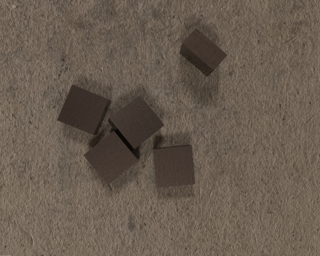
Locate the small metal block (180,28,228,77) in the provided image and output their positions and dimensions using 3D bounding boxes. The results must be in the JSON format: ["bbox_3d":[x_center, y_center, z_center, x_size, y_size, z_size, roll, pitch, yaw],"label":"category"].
[{"bbox_3d":[0.054,-0.095,0.398,0.050,0.050,0.025,41,90,-1],"label":"small metal block"}]

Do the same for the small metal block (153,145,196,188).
[{"bbox_3d":[0.018,0.050,0.410,0.050,0.025,0.050,-5,90,-1],"label":"small metal block"}]

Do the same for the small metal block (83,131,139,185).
[{"bbox_3d":[-0.063,0.038,0.409,0.050,0.025,0.050,-39,91,0],"label":"small metal block"}]

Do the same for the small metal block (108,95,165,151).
[{"bbox_3d":[-0.031,-0.006,0.403,0.050,0.025,0.050,-39,90,-17],"label":"small metal block"}]

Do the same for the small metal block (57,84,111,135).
[{"bbox_3d":[-0.099,-0.023,0.409,0.050,0.025,0.050,22,90,-1],"label":"small metal block"}]
